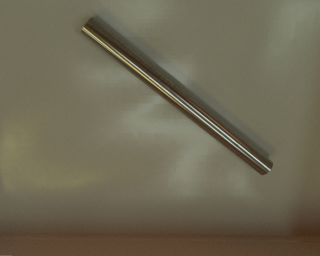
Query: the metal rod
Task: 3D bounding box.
[{"bbox_3d":[0.031,-0.033,0.399,0.301,0.025,0.025,37,106,-13],"label":"metal rod"}]
